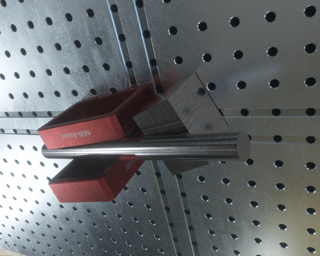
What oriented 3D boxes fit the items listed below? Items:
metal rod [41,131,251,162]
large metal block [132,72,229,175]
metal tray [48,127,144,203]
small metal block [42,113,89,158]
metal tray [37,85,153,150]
[{"bbox_3d":[-0.045,0.024,0.351,0.300,0.025,0.025,-4,117,40],"label":"metal rod"},{"bbox_3d":[0.027,-0.006,0.355,0.050,0.080,0.080,-25,105,36],"label":"large metal block"},{"bbox_3d":[-0.068,0.042,0.403,0.090,0.131,0.030,-10,114,32],"label":"metal tray"},{"bbox_3d":[-0.143,0.011,0.475,0.025,0.050,0.050,-8,114,31],"label":"small metal block"},{"bbox_3d":[-0.081,-0.014,0.401,0.130,0.090,0.030,-9,115,31],"label":"metal tray"}]
